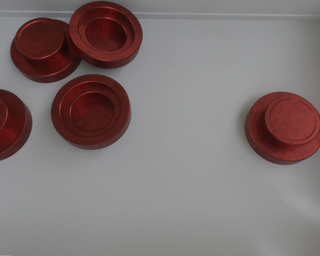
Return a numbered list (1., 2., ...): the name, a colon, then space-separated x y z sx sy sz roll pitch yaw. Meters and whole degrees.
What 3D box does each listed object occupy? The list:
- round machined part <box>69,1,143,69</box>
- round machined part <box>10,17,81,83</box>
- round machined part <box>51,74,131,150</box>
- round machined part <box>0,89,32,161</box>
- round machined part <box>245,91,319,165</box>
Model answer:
1. round machined part: -0.077 -0.126 0.438 0.099 0.042 0.098 5 69 -14
2. round machined part: -0.164 -0.117 0.442 0.099 0.042 0.098 0 70 0
3. round machined part: -0.087 -0.018 0.406 0.099 0.042 0.098 0 70 0
4. round machined part: -0.224 -0.008 0.402 0.099 0.042 0.098 0 70 0
5. round machined part: 0.165 -0.004 0.403 0.099 0.042 0.098 0 70 0
